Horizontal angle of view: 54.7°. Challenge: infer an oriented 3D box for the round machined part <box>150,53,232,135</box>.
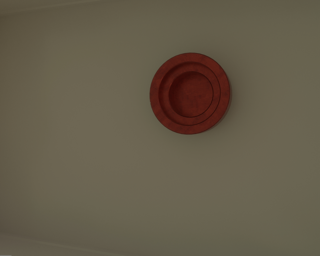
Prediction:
[{"bbox_3d":[0.040,-0.041,0.387,0.098,0.042,0.097,0,90,19],"label":"round machined part"}]
